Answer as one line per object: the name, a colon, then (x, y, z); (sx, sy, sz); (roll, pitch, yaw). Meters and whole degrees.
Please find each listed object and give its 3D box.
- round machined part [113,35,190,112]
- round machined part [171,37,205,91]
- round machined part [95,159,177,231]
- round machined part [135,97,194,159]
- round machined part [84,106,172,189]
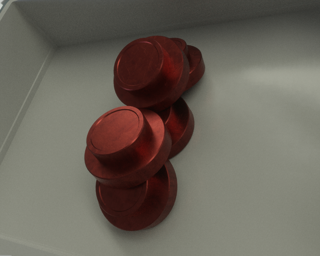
round machined part: (-0.017, -0.070, 0.379); (0.098, 0.042, 0.098); (-9, 70, 26)
round machined part: (0.010, -0.089, 0.429); (0.098, 0.042, 0.098); (-14, 40, 13)
round machined part: (-0.034, 0.066, 0.352); (0.098, 0.042, 0.098); (-8, 73, 26)
round machined part: (-0.009, -0.008, 0.402); (0.098, 0.042, 0.098); (-13, 55, 20)
round machined part: (-0.040, 0.014, 0.340); (0.098, 0.042, 0.098); (-14, 45, 15)
